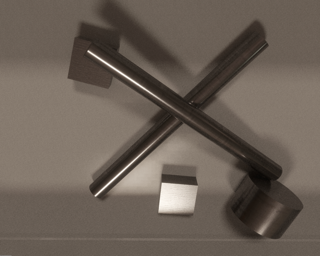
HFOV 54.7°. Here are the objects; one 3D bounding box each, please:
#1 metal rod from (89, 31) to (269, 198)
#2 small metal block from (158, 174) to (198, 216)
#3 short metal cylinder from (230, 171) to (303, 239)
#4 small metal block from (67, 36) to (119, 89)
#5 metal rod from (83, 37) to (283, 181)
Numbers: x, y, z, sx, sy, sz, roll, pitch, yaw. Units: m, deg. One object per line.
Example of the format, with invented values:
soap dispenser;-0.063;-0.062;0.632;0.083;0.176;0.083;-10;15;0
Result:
metal rod;0.015;-0.009;0.408;0.299;0.025;0.025;-43;105;14
small metal block;0.025;0.096;0.447;0.050;0.025;0.050;5;110;-3
short metal cylinder;0.144;0.103;0.422;0.080;0.080;0.050;24;108;-9
small metal block;-0.081;-0.081;0.380;0.050;0.025;0.050;14;109;-6
metal rod;0.044;-0.011;0.381;0.301;0.025;0.025;32;107;-22
